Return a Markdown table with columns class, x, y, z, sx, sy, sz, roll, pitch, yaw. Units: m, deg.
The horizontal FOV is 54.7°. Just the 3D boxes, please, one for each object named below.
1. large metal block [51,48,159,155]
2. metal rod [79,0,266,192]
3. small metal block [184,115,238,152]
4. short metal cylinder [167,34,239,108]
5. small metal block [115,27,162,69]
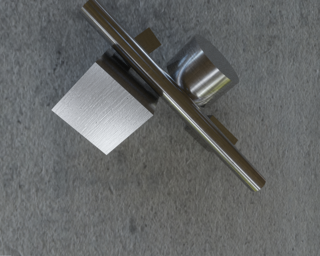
| class | x | y | z | sx | sy | sz | roll | pitch | yaw |
| --- | --- | --- | --- | --- | --- | --- | --- | --- | --- |
| large metal block | -0.060 | -0.029 | 0.357 | 0.080 | 0.050 | 0.080 | 43 | 117 | -16 |
| metal rod | 0.025 | -0.029 | 0.367 | 0.300 | 0.025 | 0.025 | 45 | 76 | -15 |
| small metal block | 0.069 | 0.009 | 0.420 | 0.050 | 0.050 | 0.025 | 43 | 77 | -16 |
| short metal cylinder | 0.055 | -0.072 | 0.396 | 0.080 | 0.080 | 0.050 | 41 | 118 | -16 |
| small metal block | -0.033 | -0.094 | 0.386 | 0.050 | 0.050 | 0.025 | -40 | 103 | -16 |
